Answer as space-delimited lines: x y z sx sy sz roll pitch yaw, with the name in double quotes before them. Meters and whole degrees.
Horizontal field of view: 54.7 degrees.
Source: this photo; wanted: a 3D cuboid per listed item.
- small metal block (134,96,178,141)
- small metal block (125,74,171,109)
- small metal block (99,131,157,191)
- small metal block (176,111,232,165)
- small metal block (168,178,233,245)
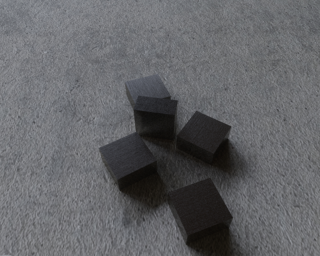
"small metal block" -0.005 -0.012 0.397 0.050 0.050 0.025 8 51 6
"small metal block" -0.018 -0.047 0.442 0.050 0.025 0.050 -16 52 -13
"small metal block" -0.038 0.038 0.370 0.050 0.025 0.050 -24 54 -19
"small metal block" 0.055 0.012 0.394 0.050 0.025 0.050 26 55 20
"small metal block" 0.041 0.087 0.330 0.050 0.025 0.050 -16 52 -14
